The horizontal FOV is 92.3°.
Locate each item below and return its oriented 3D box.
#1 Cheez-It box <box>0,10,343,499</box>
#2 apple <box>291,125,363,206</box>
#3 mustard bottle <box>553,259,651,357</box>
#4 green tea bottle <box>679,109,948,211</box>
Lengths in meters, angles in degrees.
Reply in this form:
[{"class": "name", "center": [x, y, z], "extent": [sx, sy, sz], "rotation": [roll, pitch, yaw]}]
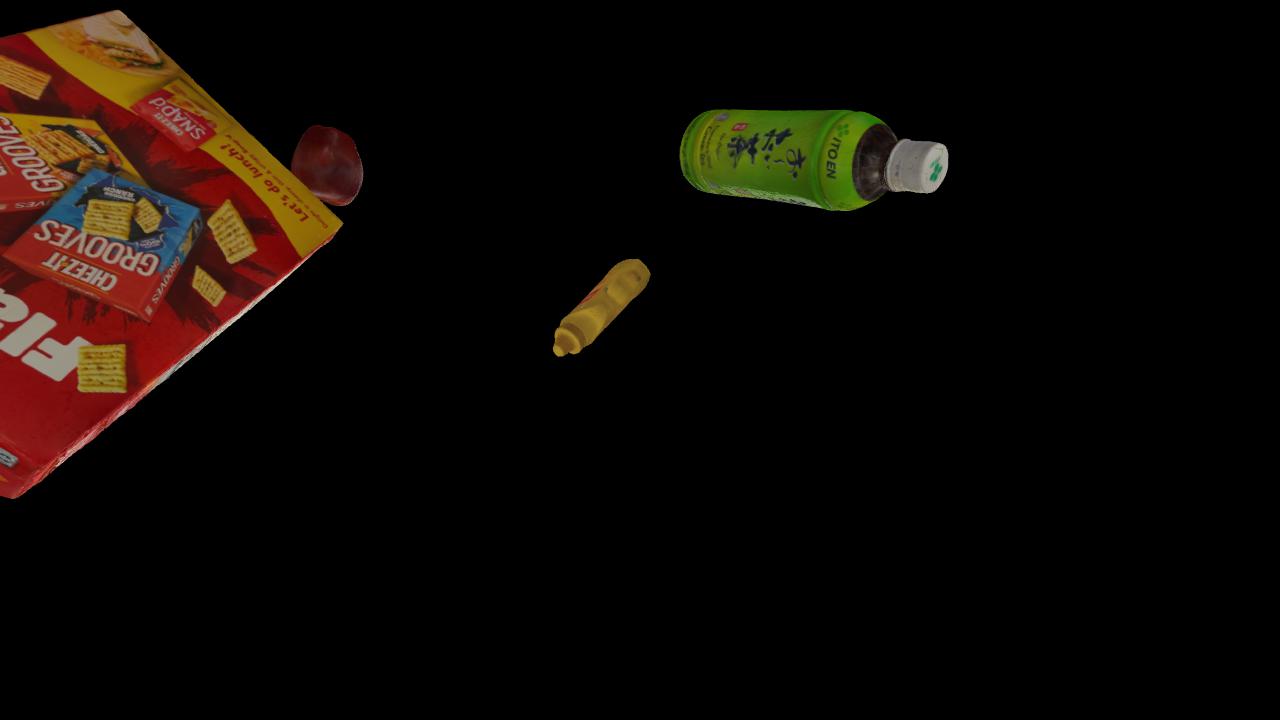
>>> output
[{"class": "Cheez-It box", "center": [-0.297, -0.067, 0.322], "extent": [0.071, 0.166, 0.223], "rotation": [-25, 29, 33]}, {"class": "apple", "center": [-0.373, -0.229, 0.735], "extent": [0.079, 0.093, 0.079], "rotation": [8, -2, 0]}, {"class": "mustard bottle", "center": [-0.061, -0.066, 0.845], "extent": [0.092, 0.054, 0.184], "rotation": [-19, 25, 48]}, {"class": "green tea bottle", "center": [0.121, -0.152, 0.460], "extent": [0.073, 0.073, 0.212], "rotation": [0, 16, -39]}]
